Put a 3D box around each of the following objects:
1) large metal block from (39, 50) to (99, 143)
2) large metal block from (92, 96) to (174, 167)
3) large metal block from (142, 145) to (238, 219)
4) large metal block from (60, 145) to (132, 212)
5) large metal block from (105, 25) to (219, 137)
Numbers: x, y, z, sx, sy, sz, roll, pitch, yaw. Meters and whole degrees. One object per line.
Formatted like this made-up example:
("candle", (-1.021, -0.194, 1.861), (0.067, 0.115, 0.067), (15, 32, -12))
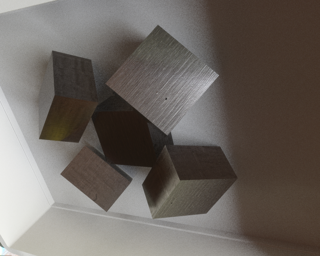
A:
("large metal block", (-0.122, -0.039, 0.401), (0.050, 0.080, 0.080), (8, 136, -30))
("large metal block", (-0.035, 0.003, 0.409), (0.080, 0.050, 0.080), (1, 119, 28))
("large metal block", (0.034, 0.067, 0.386), (0.081, 0.050, 0.079), (3, 134, -28))
("large metal block", (-0.088, 0.072, 0.455), (0.080, 0.050, 0.080), (39, 173, 1))
("large metal block", (0.002, -0.047, 0.334), (0.080, 0.050, 0.080), (40, 86, 1))
